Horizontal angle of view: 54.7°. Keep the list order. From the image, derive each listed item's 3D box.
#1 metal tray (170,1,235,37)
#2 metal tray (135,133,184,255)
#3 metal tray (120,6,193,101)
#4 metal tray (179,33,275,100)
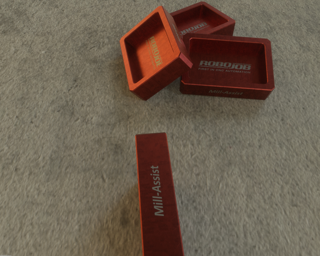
[{"bbox_3d":[0.055,-0.174,0.546,0.131,0.030,0.090,-29,56,-23],"label":"metal tray"},{"bbox_3d":[-0.003,0.080,0.293,0.030,0.089,0.130,-4,50,-4],"label":"metal tray"},{"bbox_3d":[-0.011,-0.114,0.463,0.090,0.030,0.130,-33,48,22],"label":"metal tray"},{"bbox_3d":[0.097,-0.092,0.458,0.131,0.030,0.090,4,67,0],"label":"metal tray"}]
